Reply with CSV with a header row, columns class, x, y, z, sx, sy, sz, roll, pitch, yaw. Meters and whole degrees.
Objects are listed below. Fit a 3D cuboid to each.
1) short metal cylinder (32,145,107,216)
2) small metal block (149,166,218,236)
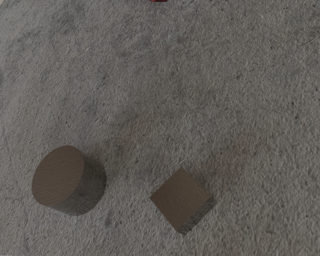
class,x,y,z,sx,sy,sz,roll,pitch,yaw
short metal cylinder,-0.118,0.070,0.407,0.080,0.050,0.080,-13,56,21
small metal block,0.025,0.080,0.342,0.050,0.025,0.050,-44,51,-3
